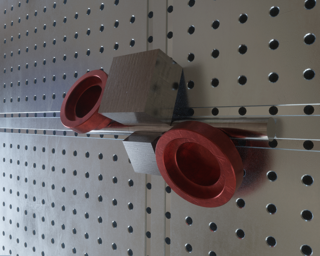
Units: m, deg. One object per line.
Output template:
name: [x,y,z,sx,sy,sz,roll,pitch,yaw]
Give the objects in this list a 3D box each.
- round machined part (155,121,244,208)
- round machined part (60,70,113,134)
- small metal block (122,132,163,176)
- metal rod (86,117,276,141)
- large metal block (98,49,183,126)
round machined part: [0.047,0.036,0.344,0.098,0.042,0.097,20,127,30]
round machined part: [-0.100,-0.035,0.464,0.098,0.042,0.098,-20,52,29]
small metal block: [-0.016,0.033,0.410,0.050,0.025,0.050,1,120,40]
metal rod: [-0.002,-0.001,0.412,0.300,0.025,0.025,1,91,40]
large metal block: [-0.025,-0.049,0.399,0.080,0.050,0.080,1,73,40]
